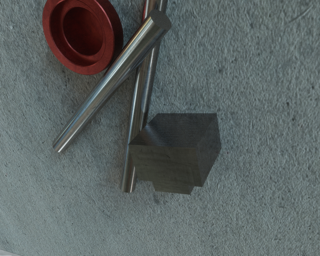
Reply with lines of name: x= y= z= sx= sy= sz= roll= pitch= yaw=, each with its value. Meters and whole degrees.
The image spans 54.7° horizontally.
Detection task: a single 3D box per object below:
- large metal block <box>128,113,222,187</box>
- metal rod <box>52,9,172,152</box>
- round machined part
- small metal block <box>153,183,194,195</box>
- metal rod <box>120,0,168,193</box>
large metal block: x=0.022 y=0.022 z=0.373 sx=0.080 sy=0.080 sz=0.050 roll=1 pitch=119 yaw=27
metal rod: x=-0.082 y=-0.038 z=0.404 sx=0.025 sy=0.025 sz=0.299 roll=46 pitch=135 yaw=-5
round machined part: x=-0.086 y=-0.116 z=0.367 sx=0.098 sy=0.042 sz=0.097 roll=13 pitch=124 yaw=20
small metal block: x=0.023 y=0.061 z=0.415 sx=0.050 sy=0.050 sz=0.025 roll=0 pitch=118 yaw=28
metal rod: x=-0.027 y=-0.026 z=0.403 sx=0.025 sy=0.025 sz=0.298 roll=22 pitch=127 yaw=14
